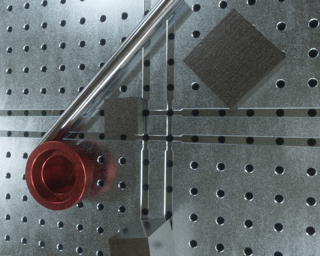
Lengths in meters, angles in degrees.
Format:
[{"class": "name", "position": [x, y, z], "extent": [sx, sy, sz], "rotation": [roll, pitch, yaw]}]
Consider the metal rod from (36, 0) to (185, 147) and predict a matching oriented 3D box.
[{"class": "metal rod", "position": [-0.078, -0.072, 0.440], "extent": [0.299, 0.025, 0.025], "rotation": [-46, 76, 14]}]

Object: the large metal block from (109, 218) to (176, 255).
[{"class": "large metal block", "position": [-0.017, 0.165, 0.389], "extent": [0.050, 0.080, 0.080], "rotation": [-9, 87, 20]}]

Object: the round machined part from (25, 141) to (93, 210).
[{"class": "round machined part", "position": [-0.141, 0.066, 0.451], "extent": [0.098, 0.042, 0.097], "rotation": [1, 93, 17]}]

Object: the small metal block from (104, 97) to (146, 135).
[{"class": "small metal block", "position": [-0.049, -0.016, 0.430], "extent": [0.050, 0.025, 0.050], "rotation": [-1, 90, 20]}]

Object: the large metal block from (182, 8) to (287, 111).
[{"class": "large metal block", "position": [0.088, -0.077, 0.368], "extent": [0.080, 0.050, 0.080], "rotation": [-45, 76, 14]}]
